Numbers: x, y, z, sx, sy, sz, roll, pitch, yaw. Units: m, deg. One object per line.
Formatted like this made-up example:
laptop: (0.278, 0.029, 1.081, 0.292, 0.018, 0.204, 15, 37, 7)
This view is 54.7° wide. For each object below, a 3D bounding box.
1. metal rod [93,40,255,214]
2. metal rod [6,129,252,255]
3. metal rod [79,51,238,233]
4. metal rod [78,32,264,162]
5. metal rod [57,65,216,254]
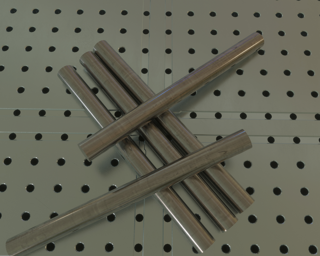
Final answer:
metal rod: (0.009, -0.011, 0.416, 0.025, 0.025, 0.300, -39, 75, -13)
metal rod: (-0.035, 0.076, 0.361, 0.301, 0.025, 0.025, -25, 72, -1)
metal rod: (-0.011, 0.008, 0.408, 0.025, 0.025, 0.300, -37, 75, -13)
metal rod: (0.029, -0.051, 0.409, 0.302, 0.025, 0.025, -34, 74, -20)
metal rod: (-0.039, 0.030, 0.400, 0.025, 0.025, 0.300, -37, 75, -13)
